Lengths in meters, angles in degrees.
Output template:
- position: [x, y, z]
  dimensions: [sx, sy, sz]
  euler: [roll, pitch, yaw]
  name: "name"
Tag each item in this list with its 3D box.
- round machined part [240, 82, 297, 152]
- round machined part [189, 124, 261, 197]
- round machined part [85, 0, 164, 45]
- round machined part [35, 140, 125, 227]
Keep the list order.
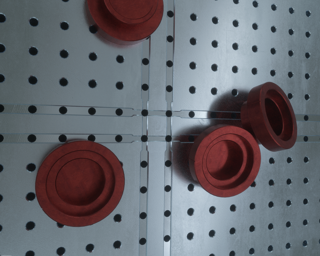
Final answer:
- position: [0.153, -0.013, 0.446]
  dimensions: [0.099, 0.042, 0.098]
  euler: [17, 64, -38]
  name: "round machined part"
- position: [0.086, 0.043, 0.431]
  dimensions: [0.099, 0.042, 0.097]
  euler: [-2, 97, -16]
  name: "round machined part"
- position: [-0.041, -0.158, 0.388]
  dimensions: [0.099, 0.042, 0.097]
  euler: [0, 90, -20]
  name: "round machined part"
- position: [-0.095, 0.063, 0.369]
  dimensions: [0.099, 0.042, 0.097]
  euler: [0, 90, -20]
  name: "round machined part"
